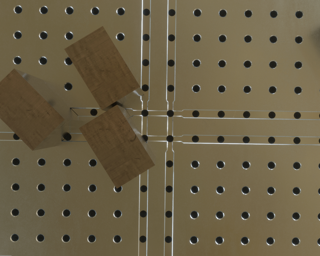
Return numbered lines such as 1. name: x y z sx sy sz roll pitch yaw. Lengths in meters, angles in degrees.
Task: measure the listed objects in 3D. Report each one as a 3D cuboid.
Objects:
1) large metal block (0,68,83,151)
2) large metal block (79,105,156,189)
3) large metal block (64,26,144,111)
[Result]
1. large metal block: -0.152 -0.021 0.385 0.050 0.080 0.080 -45 90 0
2. large metal block: -0.048 0.021 0.386 0.050 0.080 0.080 -32 90 0
3. large metal block: -0.064 -0.067 0.385 0.050 0.080 0.080 -31 90 0
